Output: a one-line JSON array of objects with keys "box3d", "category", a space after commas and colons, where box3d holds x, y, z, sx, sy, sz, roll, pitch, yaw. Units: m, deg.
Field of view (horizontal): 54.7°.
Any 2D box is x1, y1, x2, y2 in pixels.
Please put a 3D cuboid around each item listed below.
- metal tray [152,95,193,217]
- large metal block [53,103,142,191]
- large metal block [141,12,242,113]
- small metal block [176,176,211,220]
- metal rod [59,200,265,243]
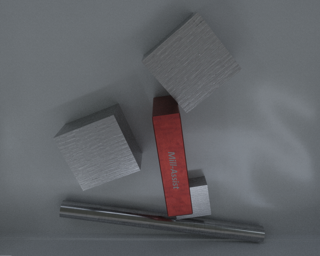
[{"box3d": [0.015, 0.032, 0.388, 0.030, 0.090, 0.129, -8, 110, 3], "category": "metal tray"}, {"box3d": [-0.077, 0.024, 0.406, 0.080, 0.050, 0.080, -21, 109, 7], "category": "large metal block"}, {"box3d": [0.036, -0.079, 0.370, 0.080, 0.050, 0.080, -39, 106, 12], "category": "large metal block"}, {"box3d": [0.045, 0.101, 0.449, 0.050, 0.025, 0.050, -9, 110, 3], "category": "small metal block"}, {"box3d": [0.006, 0.140, 0.463, 0.302, 0.025, 0.025, 8, 110, -4], "category": "metal rod"}]
